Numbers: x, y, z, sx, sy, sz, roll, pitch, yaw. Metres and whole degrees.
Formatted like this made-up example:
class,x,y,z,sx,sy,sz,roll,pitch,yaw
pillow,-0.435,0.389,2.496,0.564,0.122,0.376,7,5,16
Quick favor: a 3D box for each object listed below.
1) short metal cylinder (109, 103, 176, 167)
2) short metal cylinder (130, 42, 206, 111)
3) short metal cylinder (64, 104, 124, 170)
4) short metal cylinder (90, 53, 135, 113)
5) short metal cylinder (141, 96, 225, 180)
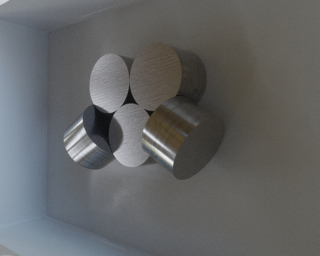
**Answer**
class,x,y,z,sx,sy,sz,roll,pitch,yaw
short metal cylinder,-0.021,0.009,0.406,0.080,0.050,0.080,0,90,40
short metal cylinder,0.009,-0.060,0.381,0.080,0.050,0.080,0,90,40
short metal cylinder,-0.088,0.013,0.442,0.050,0.081,0.080,-37,67,34
short metal cylinder,-0.053,-0.059,0.432,0.080,0.050,0.080,0,90,40
short metal cylinder,0.026,0.011,0.347,0.050,0.081,0.079,37,113,34
